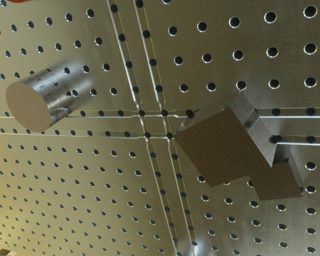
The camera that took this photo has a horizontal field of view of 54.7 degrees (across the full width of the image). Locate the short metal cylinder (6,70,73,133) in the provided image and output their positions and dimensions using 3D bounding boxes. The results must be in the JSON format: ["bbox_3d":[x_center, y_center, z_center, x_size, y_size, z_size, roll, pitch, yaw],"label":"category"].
[{"bbox_3d":[-0.179,-0.040,0.462,0.080,0.050,0.079,13,124,20],"label":"short metal cylinder"}]

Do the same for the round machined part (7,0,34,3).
[{"bbox_3d":[-0.186,-0.201,0.371,0.098,0.042,0.097,13,124,20],"label":"round machined part"}]

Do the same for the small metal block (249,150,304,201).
[{"bbox_3d":[0.139,0.058,0.374,0.050,0.025,0.050,-16,110,34],"label":"small metal block"}]

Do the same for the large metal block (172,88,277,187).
[{"bbox_3d":[0.076,0.013,0.363,0.080,0.050,0.080,-28,103,37],"label":"large metal block"}]
